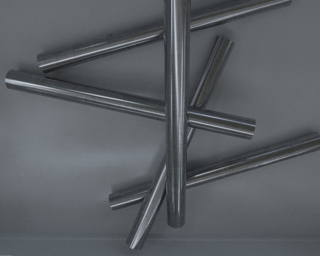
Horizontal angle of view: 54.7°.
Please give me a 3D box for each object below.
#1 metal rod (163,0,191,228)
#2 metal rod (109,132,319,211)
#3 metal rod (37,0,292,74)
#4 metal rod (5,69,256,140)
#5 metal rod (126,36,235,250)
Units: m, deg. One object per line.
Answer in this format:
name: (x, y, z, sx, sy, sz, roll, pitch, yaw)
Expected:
metal rod: (0.019, -0.001, 0.348, 0.025, 0.025, 0.298, -1, 120, 0)
metal rod: (0.074, 0.063, 0.435, 0.301, 0.025, 0.025, -18, 109, 6)
metal rod: (0.001, -0.116, 0.368, 0.301, 0.025, 0.025, -14, 110, 4)
metal rod: (-0.039, -0.029, 0.374, 0.302, 0.025, 0.025, 12, 110, 5)
metal rod: (0.022, 0.028, 0.403, 0.025, 0.025, 0.298, 21, 102, -8)
